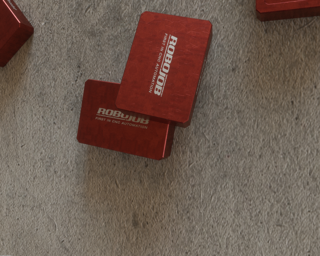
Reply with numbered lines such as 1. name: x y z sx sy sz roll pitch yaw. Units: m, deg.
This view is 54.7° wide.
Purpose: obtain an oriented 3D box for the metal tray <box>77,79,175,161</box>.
1. metal tray: -0.045 -0.013 0.422 0.130 0.030 0.089 11 94 19

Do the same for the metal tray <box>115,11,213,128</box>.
1. metal tray: 0.007 -0.073 0.383 0.090 0.030 0.129 13 81 11

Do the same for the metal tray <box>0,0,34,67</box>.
1. metal tray: -0.274 -0.176 0.503 0.090 0.030 0.130 -42 77 15

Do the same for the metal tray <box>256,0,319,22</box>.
1. metal tray: 0.157 -0.194 0.350 0.090 0.030 0.129 0 90 20
